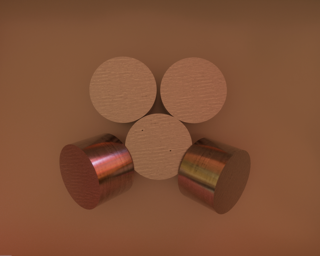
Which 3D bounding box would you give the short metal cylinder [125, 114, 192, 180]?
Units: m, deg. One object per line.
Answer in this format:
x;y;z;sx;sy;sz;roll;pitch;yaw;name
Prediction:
-0.002;0.022;0.396;0.081;0.050;0.079;0;90;-1;short metal cylinder

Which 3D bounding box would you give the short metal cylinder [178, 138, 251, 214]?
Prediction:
0.067;0.057;0.377;0.050;0.080;0.080;21;90;39;short metal cylinder

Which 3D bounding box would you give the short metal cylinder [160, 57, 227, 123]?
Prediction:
0.040;-0.046;0.398;0.081;0.050;0.079;0;90;-1;short metal cylinder

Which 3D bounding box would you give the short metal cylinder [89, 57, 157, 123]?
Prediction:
-0.044;-0.046;0.396;0.081;0.050;0.079;0;90;-1;short metal cylinder

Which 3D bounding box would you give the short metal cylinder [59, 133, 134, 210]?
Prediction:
-0.077;0.051;0.376;0.050;0.080;0.080;-20;91;-45;short metal cylinder
